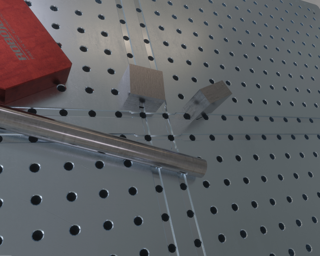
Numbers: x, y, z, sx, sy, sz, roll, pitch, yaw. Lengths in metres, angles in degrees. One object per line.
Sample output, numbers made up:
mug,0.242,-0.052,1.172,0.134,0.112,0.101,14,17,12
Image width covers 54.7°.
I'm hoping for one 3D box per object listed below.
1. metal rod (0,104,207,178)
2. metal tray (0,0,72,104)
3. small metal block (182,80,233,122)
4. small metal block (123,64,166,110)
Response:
metal rod,-0.082,0.013,0.355,0.302,0.025,0.025,16,55,-19
metal tray,-0.180,-0.100,0.369,0.091,0.030,0.130,-32,79,-38
small metal block,0.069,-0.040,0.453,0.050,0.050,0.025,-25,76,-37
small metal block,-0.022,-0.057,0.431,0.050,0.025,0.050,9,58,-24
